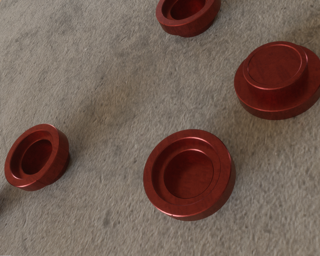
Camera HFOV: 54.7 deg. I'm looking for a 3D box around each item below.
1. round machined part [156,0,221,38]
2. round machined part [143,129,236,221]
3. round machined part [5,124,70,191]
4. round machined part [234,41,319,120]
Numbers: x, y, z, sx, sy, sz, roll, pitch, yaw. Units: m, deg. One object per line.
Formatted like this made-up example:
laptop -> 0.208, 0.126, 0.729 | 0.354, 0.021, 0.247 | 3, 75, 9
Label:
round machined part -> 0.046, -0.179, 0.477 | 0.098, 0.042, 0.098 | -13, 56, 20
round machined part -> 0.035, 0.054, 0.341 | 0.098, 0.042, 0.098 | -13, 56, 20
round machined part -> -0.173, 0.046, 0.453 | 0.098, 0.042, 0.098 | -13, 56, 20
round machined part -> 0.135, -0.061, 0.360 | 0.098, 0.042, 0.098 | -13, 56, 20
